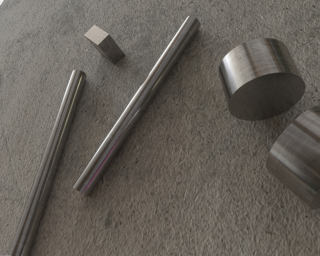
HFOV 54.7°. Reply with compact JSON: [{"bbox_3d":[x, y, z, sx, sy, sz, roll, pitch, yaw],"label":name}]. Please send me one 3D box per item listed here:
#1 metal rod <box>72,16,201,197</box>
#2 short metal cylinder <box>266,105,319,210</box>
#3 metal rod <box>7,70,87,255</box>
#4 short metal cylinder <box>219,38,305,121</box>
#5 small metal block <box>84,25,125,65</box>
[{"bbox_3d":[-0.026,-0.040,0.441,0.025,0.025,0.300,22,73,36],"label":"metal rod"},{"bbox_3d":[0.144,0.026,0.277,0.080,0.080,0.050,-42,51,-1],"label":"short metal cylinder"},{"bbox_3d":[-0.161,0.039,0.464,0.025,0.025,0.300,-5,59,26],"label":"metal rod"},{"bbox_3d":[0.110,-0.051,0.342,0.080,0.080,0.050,-19,55,17],"label":"short metal cylinder"},{"bbox_3d":[-0.094,-0.140,0.523,0.025,0.050,0.050,-47,51,-4],"label":"small metal block"}]
